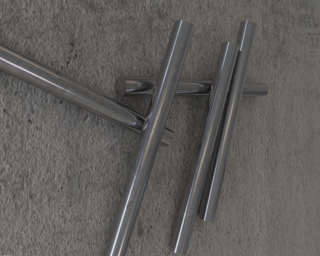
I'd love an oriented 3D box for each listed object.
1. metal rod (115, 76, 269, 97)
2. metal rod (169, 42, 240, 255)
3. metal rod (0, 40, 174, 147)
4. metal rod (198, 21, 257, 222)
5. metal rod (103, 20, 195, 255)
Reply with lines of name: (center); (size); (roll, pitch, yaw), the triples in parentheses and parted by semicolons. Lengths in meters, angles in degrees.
metal rod: (0.069, -0.059, 0.462); (0.302, 0.025, 0.025); (-5, 93, -40)
metal rod: (0.063, 0.025, 0.436); (0.025, 0.025, 0.299); (18, 85, -39)
metal rod: (-0.098, -0.042, 0.322); (0.301, 0.025, 0.025); (27, 73, -37)
metal rod: (0.101, -0.010, 0.463); (0.025, 0.025, 0.298); (12, 90, -39)
metal rod: (-0.014, 0.020, 0.363); (0.025, 0.025, 0.299); (19, 87, -39)
